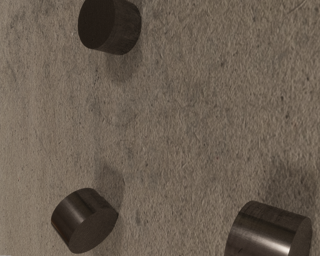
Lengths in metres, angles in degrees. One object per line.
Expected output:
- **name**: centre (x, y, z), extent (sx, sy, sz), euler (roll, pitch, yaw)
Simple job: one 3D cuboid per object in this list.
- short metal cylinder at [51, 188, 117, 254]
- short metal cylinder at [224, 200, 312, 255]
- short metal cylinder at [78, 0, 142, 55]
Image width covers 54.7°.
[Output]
- **short metal cylinder**: centre (-0.111, 0.136, 0.458), extent (0.050, 0.081, 0.079), euler (36, 112, 34)
- **short metal cylinder**: centre (0.101, 0.113, 0.285), extent (0.050, 0.081, 0.079), euler (11, 97, 39)
- **short metal cylinder**: centre (-0.073, -0.149, 0.447), extent (0.080, 0.050, 0.079), euler (0, 90, 39)
